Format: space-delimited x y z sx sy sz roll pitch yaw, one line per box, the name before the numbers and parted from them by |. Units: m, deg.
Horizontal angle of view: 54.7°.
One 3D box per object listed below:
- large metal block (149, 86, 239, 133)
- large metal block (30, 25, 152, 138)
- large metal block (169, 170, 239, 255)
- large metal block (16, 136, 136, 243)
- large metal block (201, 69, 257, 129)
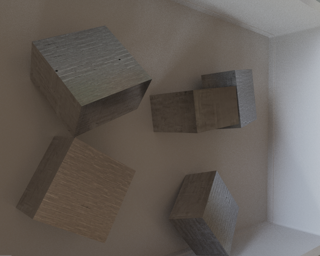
large metal block | 0.045 -0.025 0.411 0.081 0.080 0.050 -11 97 -40
large metal block | -0.070 -0.049 0.309 0.081 0.050 0.080 -28 71 -37
large metal block | 0.065 0.119 0.432 0.080 0.050 0.080 57 38 -25
large metal block | -0.084 0.063 0.321 0.080 0.050 0.080 36 68 -35
large metal block | 0.107 -0.045 0.469 0.080 0.050 0.079 -18 102 -56
